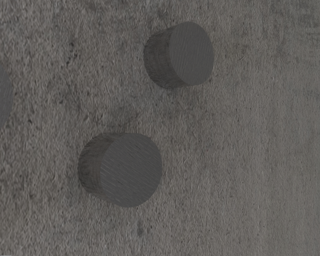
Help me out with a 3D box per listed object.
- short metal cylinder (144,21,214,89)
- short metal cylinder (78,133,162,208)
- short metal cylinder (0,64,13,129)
[{"bbox_3d":[0.026,-0.094,0.409,0.081,0.050,0.080,0,90,-40],"label":"short metal cylinder"},{"bbox_3d":[-0.044,0.045,0.351,0.081,0.050,0.080,0,90,-40],"label":"short metal cylinder"},{"bbox_3d":[-0.168,-0.025,0.248,0.081,0.050,0.080,0,90,-40],"label":"short metal cylinder"}]
